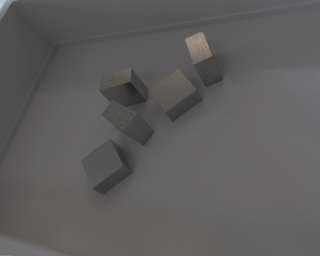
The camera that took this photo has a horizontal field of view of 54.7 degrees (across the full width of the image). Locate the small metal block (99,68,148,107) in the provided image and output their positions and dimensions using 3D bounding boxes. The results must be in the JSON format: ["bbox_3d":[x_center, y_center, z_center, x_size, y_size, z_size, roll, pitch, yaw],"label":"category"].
[{"bbox_3d":[-0.052,-0.056,0.452,0.050,0.050,0.025,-13,57,21],"label":"small metal block"}]

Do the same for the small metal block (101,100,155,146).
[{"bbox_3d":[-0.043,-0.007,0.416,0.050,0.050,0.025,28,78,37],"label":"small metal block"}]

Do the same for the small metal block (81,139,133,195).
[{"bbox_3d":[-0.071,0.051,0.412,0.050,0.025,0.050,-36,51,4],"label":"small metal block"}]

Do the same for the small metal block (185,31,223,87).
[{"bbox_3d":[0.059,-0.092,0.415,0.025,0.050,0.050,-23,53,15],"label":"small metal block"}]

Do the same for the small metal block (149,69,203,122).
[{"bbox_3d":[0.021,-0.045,0.422,0.050,0.025,0.050,-36,51,4],"label":"small metal block"}]
